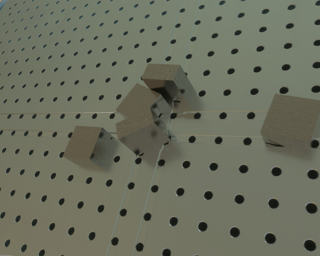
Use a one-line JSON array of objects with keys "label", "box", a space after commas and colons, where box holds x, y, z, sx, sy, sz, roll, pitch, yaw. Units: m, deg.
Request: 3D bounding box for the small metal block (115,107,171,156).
[{"label": "small metal block", "box": [-0.021, 0.006, 0.401, 0.050, 0.050, 0.025, -25, 53, 13]}]

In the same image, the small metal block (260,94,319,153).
[{"label": "small metal block", "box": [0.144, -0.006, 0.337, 0.050, 0.025, 0.050, 15, 69, 34]}]

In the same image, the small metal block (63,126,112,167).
[{"label": "small metal block", "box": [-0.105, 0.026, 0.449, 0.050, 0.025, 0.050, 3, 63, 30]}]

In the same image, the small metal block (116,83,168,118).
[{"label": "small metal block", "box": [-0.026, -0.030, 0.442, 0.050, 0.025, 0.050, 30, 78, 37]}]

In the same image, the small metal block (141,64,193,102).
[{"label": "small metal block", "box": [0.011, -0.062, 0.426, 0.050, 0.050, 0.025, 10, 67, 32]}]
